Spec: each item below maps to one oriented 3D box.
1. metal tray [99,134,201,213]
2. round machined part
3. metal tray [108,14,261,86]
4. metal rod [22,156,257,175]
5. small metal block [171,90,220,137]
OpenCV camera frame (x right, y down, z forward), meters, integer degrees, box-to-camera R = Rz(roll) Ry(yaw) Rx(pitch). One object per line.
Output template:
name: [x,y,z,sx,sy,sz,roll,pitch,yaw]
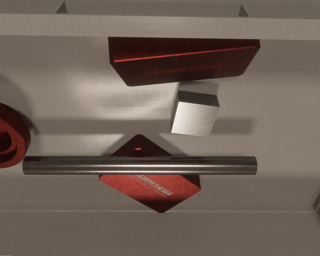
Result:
metal tray: [-0.013,0.074,0.469,0.130,0.030,0.090,36,121,-27]
round machined part: [-0.217,0.004,0.398,0.099,0.042,0.097,-1,130,0]
metal tray: [0.023,-0.072,0.309,0.131,0.030,0.090,-5,173,4]
metal rod: [-0.025,0.050,0.410,0.302,0.025,0.025,0,130,-1]
small metal block: [0.043,-0.018,0.395,0.050,0.025,0.050,7,130,-6]
